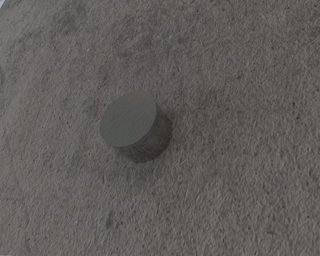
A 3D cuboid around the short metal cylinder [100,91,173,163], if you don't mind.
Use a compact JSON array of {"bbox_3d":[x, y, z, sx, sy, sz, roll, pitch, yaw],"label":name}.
[{"bbox_3d":[-0.030,-0.001,0.405,0.080,0.050,0.080,-13,56,21],"label":"short metal cylinder"}]
